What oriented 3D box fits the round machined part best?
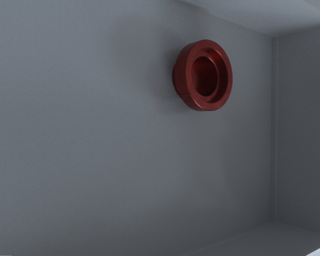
[{"bbox_3d":[0.056,-0.072,0.441,0.099,0.042,0.097,0,90,-40],"label":"round machined part"}]
